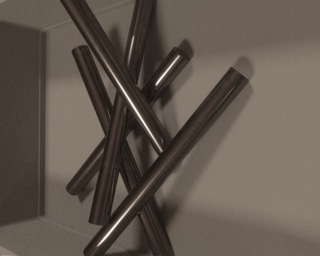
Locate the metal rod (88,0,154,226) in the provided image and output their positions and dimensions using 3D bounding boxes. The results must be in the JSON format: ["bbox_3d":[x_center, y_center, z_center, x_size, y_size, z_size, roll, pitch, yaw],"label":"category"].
[{"bbox_3d":[-0.048,-0.028,0.403,0.025,0.025,0.299,4,80,39],"label":"metal rod"}]

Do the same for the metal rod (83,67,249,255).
[{"bbox_3d":[-0.002,0.055,0.374,0.025,0.025,0.299,47,107,29],"label":"metal rod"}]

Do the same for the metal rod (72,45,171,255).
[{"bbox_3d":[-0.055,0.025,0.422,0.025,0.025,0.299,-28,81,36],"label":"metal rod"}]

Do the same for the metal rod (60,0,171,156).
[{"bbox_3d":[-0.065,-0.089,0.370,0.025,0.025,0.299,-24,103,37],"label":"metal rod"}]

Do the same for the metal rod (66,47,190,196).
[{"bbox_3d":[-0.060,0.006,0.454,0.299,0.025,0.025,-48,62,29],"label":"metal rod"}]
